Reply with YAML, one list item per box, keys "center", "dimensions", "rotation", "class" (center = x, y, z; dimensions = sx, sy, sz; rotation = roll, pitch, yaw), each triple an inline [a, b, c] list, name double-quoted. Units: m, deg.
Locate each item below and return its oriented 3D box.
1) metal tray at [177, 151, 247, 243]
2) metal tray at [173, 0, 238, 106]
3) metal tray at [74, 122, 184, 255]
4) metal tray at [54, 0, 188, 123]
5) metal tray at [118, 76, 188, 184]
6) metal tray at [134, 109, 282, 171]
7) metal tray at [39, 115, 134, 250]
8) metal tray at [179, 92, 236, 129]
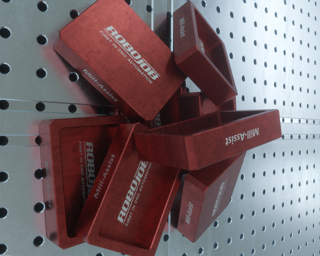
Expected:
- center: [0.068, 0.087, 0.418]
  dimensions: [0.091, 0.030, 0.129]
  rotation: [-36, 145, -34]
  class: "metal tray"
- center: [0.057, -0.101, 0.408]
  dimensions: [0.090, 0.030, 0.130]
  rotation: [40, 33, -32]
  class: "metal tray"
- center: [-0.026, 0.069, 0.344]
  dimensions: [0.090, 0.030, 0.130]
  rotation: [33, 70, -35]
  class: "metal tray"
- center: [-0.039, -0.077, 0.351]
  dimensions: [0.130, 0.030, 0.090]
  rotation: [44, 63, -14]
  class: "metal tray"
- center: [-0.003, 0.000, 0.402]
  dimensions: [0.091, 0.030, 0.129]
  rotation: [-6, 92, -41]
  class: "metal tray"
- center: [0.051, 0.007, 0.324]
  dimensions: [0.131, 0.090, 0.030]
  rotation: [-14, 99, -35]
  class: "metal tray"
- center: [-0.078, 0.053, 0.340]
  dimensions: [0.091, 0.030, 0.129]
  rotation: [-6, 93, -40]
  class: "metal tray"
- center: [0.074, -0.005, 0.442]
  dimensions: [0.131, 0.030, 0.090]
  rotation: [-8, 96, -57]
  class: "metal tray"
